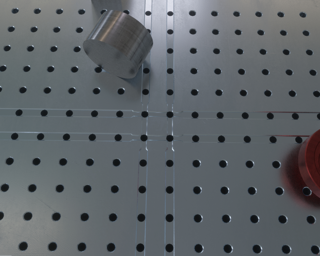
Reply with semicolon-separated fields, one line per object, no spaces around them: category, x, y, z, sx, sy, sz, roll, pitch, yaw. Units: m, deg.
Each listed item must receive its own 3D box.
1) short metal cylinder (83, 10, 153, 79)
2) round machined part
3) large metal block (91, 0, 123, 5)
short metal cylinder;-0.057;-0.112;0.423;0.080;0.080;0.050;24;72;8
round machined part;0.222;0.048;0.387;0.099;0.042;0.098;0;70;0
large metal block;-0.080;-0.252;0.474;0.050;0.080;0.080;8;70;3
